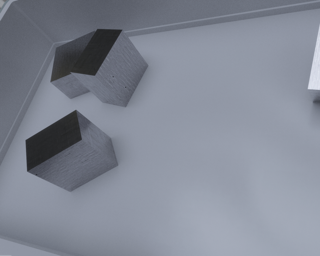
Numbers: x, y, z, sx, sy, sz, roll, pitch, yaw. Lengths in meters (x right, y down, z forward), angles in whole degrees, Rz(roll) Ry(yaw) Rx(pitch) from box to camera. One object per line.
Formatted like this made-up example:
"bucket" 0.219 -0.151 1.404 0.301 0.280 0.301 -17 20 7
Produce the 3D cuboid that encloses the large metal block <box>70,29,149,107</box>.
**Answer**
"large metal block" -0.072 -0.089 0.463 0.050 0.080 0.080 14 69 34

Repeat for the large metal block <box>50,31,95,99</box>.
"large metal block" -0.131 -0.106 0.524 0.080 0.050 0.080 -17 55 18

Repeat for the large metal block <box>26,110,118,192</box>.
"large metal block" -0.115 0.033 0.411 0.080 0.080 0.050 -30 52 9

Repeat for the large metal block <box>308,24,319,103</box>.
"large metal block" 0.202 -0.067 0.311 0.080 0.050 0.080 10 84 32
